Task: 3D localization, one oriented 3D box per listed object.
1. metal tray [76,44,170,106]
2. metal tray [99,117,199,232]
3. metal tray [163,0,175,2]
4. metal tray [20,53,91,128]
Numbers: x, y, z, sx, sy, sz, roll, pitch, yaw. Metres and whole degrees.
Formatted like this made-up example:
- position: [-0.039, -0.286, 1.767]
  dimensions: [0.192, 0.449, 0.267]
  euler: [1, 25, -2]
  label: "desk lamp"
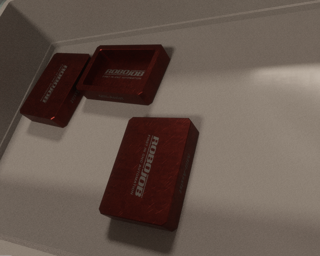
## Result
- position: [-0.059, -0.086, 0.483]
  dimensions: [0.130, 0.030, 0.090]
  euler: [9, 66, 31]
  label: "metal tray"
- position: [-0.011, 0.050, 0.376]
  dimensions: [0.090, 0.030, 0.130]
  euler: [2, 63, 28]
  label: "metal tray"
- position: [0.054, -0.289, 0.553]
  dimensions: [0.090, 0.030, 0.130]
  euler: [1, 62, 28]
  label: "metal tray"
- position: [-0.172, -0.069, 0.532]
  dimensions: [0.090, 0.030, 0.130]
  euler: [10, 67, 32]
  label: "metal tray"
